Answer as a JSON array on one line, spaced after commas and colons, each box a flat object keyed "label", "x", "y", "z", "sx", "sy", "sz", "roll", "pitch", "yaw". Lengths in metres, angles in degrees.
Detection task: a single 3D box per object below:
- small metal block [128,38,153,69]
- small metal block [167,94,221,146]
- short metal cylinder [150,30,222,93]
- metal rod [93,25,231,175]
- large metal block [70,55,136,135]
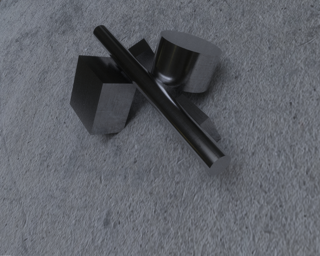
[{"label": "small metal block", "x": -0.029, "y": -0.096, "z": 0.462, "sx": 0.050, "sy": 0.050, "sz": 0.025, "roll": -34, "pitch": 52, "yaw": 6}, {"label": "small metal block", "x": 0.041, "y": -0.006, "z": 0.367, "sx": 0.025, "sy": 0.050, "sz": 0.050, "roll": -42, "pitch": 51, "yaw": 0}, {"label": "short metal cylinder", "x": 0.032, "y": -0.086, "z": 0.397, "sx": 0.080, "sy": 0.081, "sz": 0.050, "roll": 45, "pitch": 129, "yaw": 39}, {"label": "metal rod", "x": -0.017, "y": -0.056, "z": 0.383, "sx": 0.025, "sy": 0.025, "sz": 0.300, "roll": -40, "pitch": 51, "yaw": 1}, {"label": "large metal block", "x": -0.083, "y": -0.047, "z": 0.437, "sx": 0.080, "sy": 0.050, "sz": 0.079, "roll": 47, "pitch": 129, "yaw": 38}]
